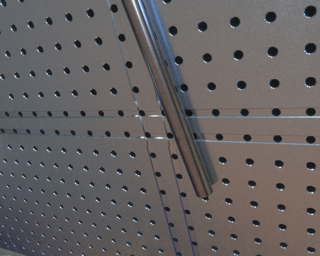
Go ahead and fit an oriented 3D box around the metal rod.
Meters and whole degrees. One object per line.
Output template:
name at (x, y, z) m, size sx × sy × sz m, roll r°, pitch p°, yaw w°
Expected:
metal rod at (0.010, -0.040, 0.379) m, size 0.025 × 0.025 × 0.299 m, roll -8°, pitch 115°, yaw 31°
